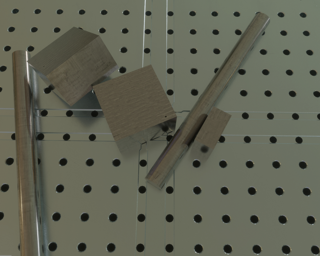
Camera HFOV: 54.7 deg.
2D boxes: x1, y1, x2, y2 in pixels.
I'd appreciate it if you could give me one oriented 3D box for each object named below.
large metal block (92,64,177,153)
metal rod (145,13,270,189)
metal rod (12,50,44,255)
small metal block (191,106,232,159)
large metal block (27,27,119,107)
[{"bbox_3d":[-0.032,-0.025,0.407,0.080,0.050,0.080,-22,72,-8],"label":"large metal block"},{"bbox_3d":[0.074,-0.048,0.429,0.025,0.025,0.300,32,73,11],"label":"metal rod"},{"bbox_3d":[-0.171,0.032,0.398,0.025,0.025,0.299,-11,70,-4],"label":"metal rod"},{"bbox_3d":[0.064,0.008,0.396,0.025,0.050,0.050,28,73,10],"label":"small metal block"},{"bbox_3d":[-0.116,-0.084,0.409,0.080,0.050,0.080,-43,42,-14],"label":"large metal block"}]
